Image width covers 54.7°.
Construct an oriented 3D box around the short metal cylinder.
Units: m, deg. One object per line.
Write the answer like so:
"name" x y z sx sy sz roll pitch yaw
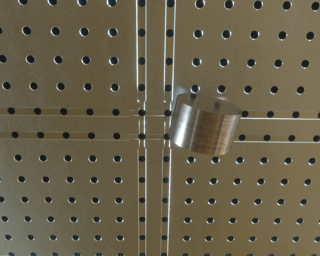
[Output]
"short metal cylinder" 0.055 -0.007 0.382 0.081 0.080 0.050 10 110 -4
